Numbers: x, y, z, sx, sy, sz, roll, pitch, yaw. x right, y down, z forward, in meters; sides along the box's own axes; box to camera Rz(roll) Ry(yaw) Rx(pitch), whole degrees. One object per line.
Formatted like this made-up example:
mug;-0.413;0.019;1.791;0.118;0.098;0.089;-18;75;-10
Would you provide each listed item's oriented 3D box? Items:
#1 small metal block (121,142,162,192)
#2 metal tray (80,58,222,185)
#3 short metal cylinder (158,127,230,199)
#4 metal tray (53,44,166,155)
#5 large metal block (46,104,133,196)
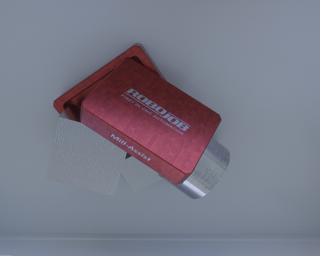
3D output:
small metal block;-0.025;0.053;0.429;0.050;0.025;0.050;-27;108;9
metal tray;-0.008;-0.011;0.340;0.130;0.090;0.030;33;145;3
short metal cylinder;0.043;0.043;0.398;0.050;0.080;0.080;38;106;-13
metal tray;-0.054;-0.034;0.393;0.130;0.030;0.090;-32;107;10
large metal block;-0.081;0.025;0.370;0.080;0.050;0.079;15;109;-6
